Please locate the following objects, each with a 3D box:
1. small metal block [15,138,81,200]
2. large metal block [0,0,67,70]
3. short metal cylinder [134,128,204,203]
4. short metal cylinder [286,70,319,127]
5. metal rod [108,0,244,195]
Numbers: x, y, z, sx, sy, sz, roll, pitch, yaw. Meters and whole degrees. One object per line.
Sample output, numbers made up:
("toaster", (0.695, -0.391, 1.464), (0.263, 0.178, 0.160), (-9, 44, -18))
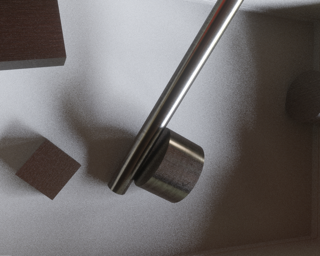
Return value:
("small metal block", (-0.130, 0.047, 0.363), (0.050, 0.025, 0.050), (42, 77, -16))
("large metal block", (-0.152, -0.110, 0.341), (0.081, 0.050, 0.079), (-9, 93, -20))
("short metal cylinder", (0.010, 0.046, 0.386), (0.050, 0.080, 0.080), (30, 80, -18))
("short metal cylinder", (0.241, -0.043, 0.473), (0.050, 0.080, 0.080), (10, 87, -20))
("metal rod", (0.021, -0.048, 0.363), (0.025, 0.025, 0.299), (27, 102, -19))
